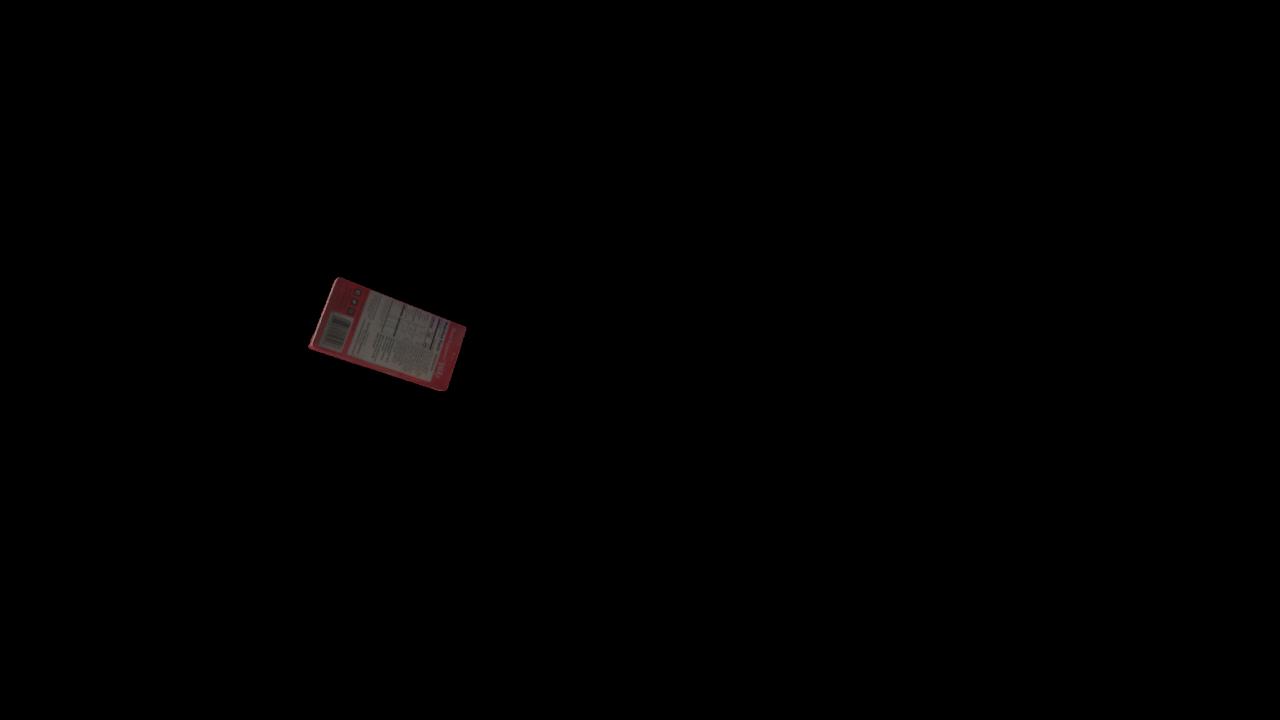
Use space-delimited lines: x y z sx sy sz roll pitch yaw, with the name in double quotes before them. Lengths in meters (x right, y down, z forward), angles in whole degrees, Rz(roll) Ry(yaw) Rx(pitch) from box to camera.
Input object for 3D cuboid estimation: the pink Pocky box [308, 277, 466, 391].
"pink Pocky box" -0.286 -0.026 0.709 0.155 0.084 0.029 23 -18 -34
